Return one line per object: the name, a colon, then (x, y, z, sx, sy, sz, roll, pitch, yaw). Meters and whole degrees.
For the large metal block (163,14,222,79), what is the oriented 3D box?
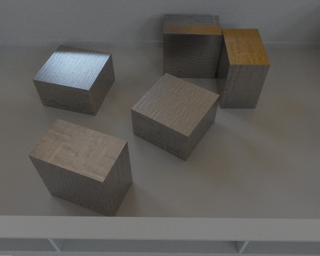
large metal block: (0.046, -0.123, 0.473, 0.080, 0.080, 0.050, 2, 50, 1)

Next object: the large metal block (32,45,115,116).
large metal block: (-0.119, -0.070, 0.447, 0.080, 0.050, 0.080, 12, 51, 9)

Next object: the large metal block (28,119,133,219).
large metal block: (-0.079, 0.045, 0.331, 0.080, 0.080, 0.050, 17, 52, 14)

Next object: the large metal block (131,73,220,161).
large metal block: (0.020, -0.017, 0.403, 0.080, 0.050, 0.080, 27, 55, 20)

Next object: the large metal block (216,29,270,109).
large metal block: (0.112, -0.084, 0.440, 0.050, 0.080, 0.080, 0, 50, 0)
